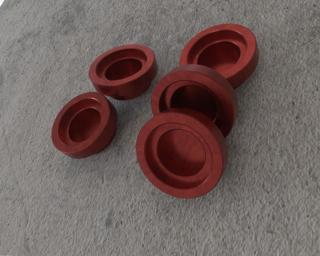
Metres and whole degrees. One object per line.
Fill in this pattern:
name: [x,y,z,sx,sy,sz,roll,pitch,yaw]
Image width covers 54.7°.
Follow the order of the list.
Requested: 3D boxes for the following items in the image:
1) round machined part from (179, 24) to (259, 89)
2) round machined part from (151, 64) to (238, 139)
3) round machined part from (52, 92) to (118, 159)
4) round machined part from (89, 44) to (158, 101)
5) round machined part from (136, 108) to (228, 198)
round machined part: [0.078,-0.085,0.403,0.098,0.042,0.098,-13,54,20]
round machined part: [0.043,-0.029,0.362,0.098,0.097,0.042,0,30,28]
round machined part: [-0.103,0.000,0.447,0.098,0.042,0.098,-13,57,21]
round machined part: [-0.051,-0.078,0.457,0.098,0.042,0.098,-8,46,9]
round machined part: [0.026,0.024,0.342,0.098,0.097,0.042,-3,17,27]
